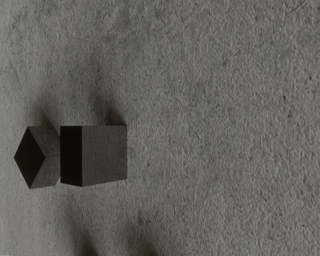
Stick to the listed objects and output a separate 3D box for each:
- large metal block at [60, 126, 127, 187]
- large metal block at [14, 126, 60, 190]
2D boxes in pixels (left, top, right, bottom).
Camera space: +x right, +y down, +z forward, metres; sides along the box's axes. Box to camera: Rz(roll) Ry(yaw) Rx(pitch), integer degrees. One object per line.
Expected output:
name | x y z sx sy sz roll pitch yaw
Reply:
large metal block | -0.094 0.037 0.447 0.050 0.081 0.080 -1 90 40
large metal block | -0.217 0.053 0.568 0.080 0.050 0.080 49 119 28
